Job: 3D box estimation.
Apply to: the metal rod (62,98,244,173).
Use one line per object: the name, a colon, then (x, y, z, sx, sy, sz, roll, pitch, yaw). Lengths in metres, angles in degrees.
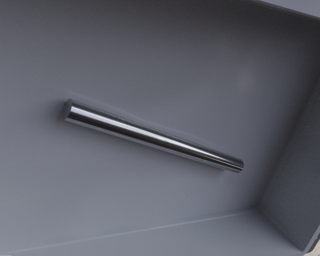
metal rod: (0.014, 0.021, 0.426, 0.302, 0.025, 0.025, 20, 108, -36)
